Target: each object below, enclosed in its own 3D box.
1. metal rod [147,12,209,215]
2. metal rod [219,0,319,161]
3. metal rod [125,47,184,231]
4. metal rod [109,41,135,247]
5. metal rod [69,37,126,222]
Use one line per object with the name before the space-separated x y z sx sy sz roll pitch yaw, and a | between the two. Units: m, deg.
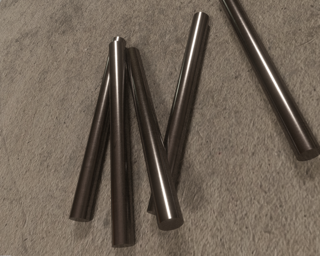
metal rod | 0.030 -0.036 0.408 0.025 0.025 0.300 0 61 28
metal rod | 0.124 -0.093 0.395 0.025 0.025 0.299 -22 54 14
metal rod | -0.017 -0.014 0.397 0.025 0.025 0.300 -26 46 12
metal rod | -0.055 0.001 0.416 0.025 0.025 0.299 -17 59 18
metal rod | -0.085 -0.016 0.456 0.025 0.025 0.299 -7 58 24
